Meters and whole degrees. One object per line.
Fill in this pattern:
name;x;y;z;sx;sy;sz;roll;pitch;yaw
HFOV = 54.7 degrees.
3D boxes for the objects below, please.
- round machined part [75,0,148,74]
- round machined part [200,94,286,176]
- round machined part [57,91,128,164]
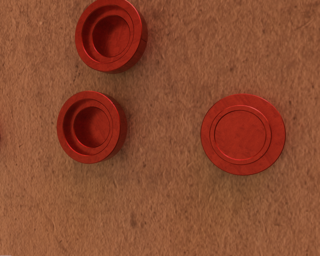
round machined part;-0.062;-0.122;0.421;0.098;0.042;0.097;0;90;19
round machined part;0.096;0.008;0.366;0.098;0.042;0.097;0;90;19
round machined part;-0.089;-0.001;0.430;0.098;0.042;0.097;0;90;19
